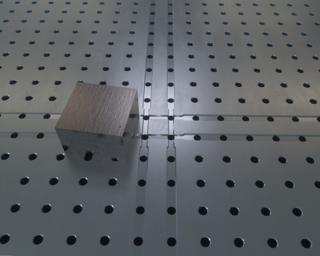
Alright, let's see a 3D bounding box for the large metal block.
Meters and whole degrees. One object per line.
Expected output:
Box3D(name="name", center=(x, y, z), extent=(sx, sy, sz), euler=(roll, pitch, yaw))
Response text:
Box3D(name="large metal block", center=(-0.076, -0.010, 0.400), extent=(0.080, 0.050, 0.080), euler=(7, 50, 6))
